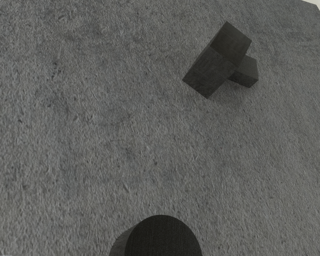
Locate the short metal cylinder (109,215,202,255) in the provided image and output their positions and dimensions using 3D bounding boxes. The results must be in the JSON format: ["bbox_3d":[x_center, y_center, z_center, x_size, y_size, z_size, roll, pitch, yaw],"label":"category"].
[{"bbox_3d":[-0.005,0.132,0.306,0.081,0.050,0.080,14,56,-21],"label":"short metal cylinder"}]

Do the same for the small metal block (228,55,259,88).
[{"bbox_3d":[0.144,-0.105,0.548,0.050,0.025,0.050,18,55,-18],"label":"small metal block"}]

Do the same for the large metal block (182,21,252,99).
[{"bbox_3d":[0.089,-0.105,0.483,0.050,0.080,0.080,37,51,-4],"label":"large metal block"}]
